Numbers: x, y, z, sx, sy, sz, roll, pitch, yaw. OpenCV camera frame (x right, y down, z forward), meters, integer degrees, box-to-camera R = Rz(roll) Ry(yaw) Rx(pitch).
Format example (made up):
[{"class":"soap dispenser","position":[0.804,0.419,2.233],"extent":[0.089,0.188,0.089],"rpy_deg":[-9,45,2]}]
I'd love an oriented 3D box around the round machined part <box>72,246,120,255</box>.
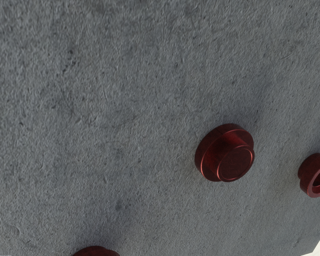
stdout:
[{"class":"round machined part","position":[-0.105,0.221,0.475],"extent":[0.099,0.042,0.097],"rpy_deg":[-14,124,-21]}]

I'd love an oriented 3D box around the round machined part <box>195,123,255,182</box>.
[{"class":"round machined part","position":[0.107,0.045,0.482],"extent":[0.099,0.042,0.097],"rpy_deg":[-14,124,-21]}]

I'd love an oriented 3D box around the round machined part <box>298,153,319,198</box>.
[{"class":"round machined part","position":[0.320,0.089,0.625],"extent":[0.099,0.042,0.097],"rpy_deg":[-14,124,-21]}]
